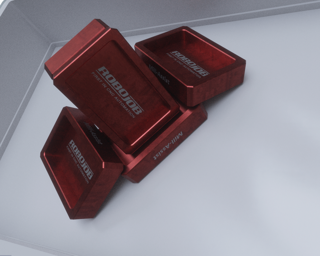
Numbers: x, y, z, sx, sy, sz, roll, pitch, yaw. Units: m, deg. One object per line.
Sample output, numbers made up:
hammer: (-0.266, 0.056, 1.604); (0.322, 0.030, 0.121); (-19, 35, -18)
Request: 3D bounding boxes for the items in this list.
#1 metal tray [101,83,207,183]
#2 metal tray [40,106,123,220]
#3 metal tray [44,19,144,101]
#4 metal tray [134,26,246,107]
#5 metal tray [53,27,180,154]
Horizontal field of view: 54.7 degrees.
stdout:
metal tray: (-0.014, -0.003, 0.408); (0.130, 0.030, 0.090); (-43, 51, -2)
metal tray: (-0.108, 0.042, 0.407); (0.130, 0.030, 0.090); (46, 112, 38)
metal tray: (-0.073, -0.066, 0.412); (0.090, 0.130, 0.030); (-43, 51, -1)
metal tray: (0.036, -0.088, 0.412); (0.091, 0.030, 0.130); (-26, 48, -21)
metal tray: (-0.049, -0.041, 0.370); (0.090, 0.130, 0.030); (-42, 28, -1)
